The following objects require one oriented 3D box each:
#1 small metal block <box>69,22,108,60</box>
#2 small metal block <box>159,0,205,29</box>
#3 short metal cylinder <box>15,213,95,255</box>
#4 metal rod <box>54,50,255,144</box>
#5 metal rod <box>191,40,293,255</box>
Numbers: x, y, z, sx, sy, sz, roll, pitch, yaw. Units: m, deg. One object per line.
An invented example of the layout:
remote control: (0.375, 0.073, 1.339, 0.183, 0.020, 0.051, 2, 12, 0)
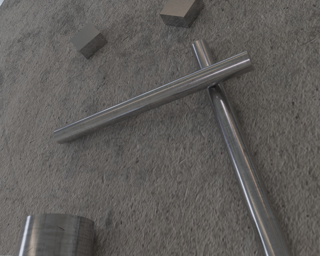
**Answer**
small metal block: (-0.132, -0.161, 0.572, 0.050, 0.025, 0.050, -42, 51, -1)
small metal block: (0.036, -0.192, 0.503, 0.050, 0.025, 0.050, 22, 74, 36)
short metal cylinder: (-0.116, 0.132, 0.349, 0.080, 0.080, 0.050, -14, 56, 20)
metal rod: (-0.025, -0.033, 0.416, 0.300, 0.025, 0.025, -19, 54, 24)
metal rod: (0.082, 0.003, 0.359, 0.025, 0.025, 0.299, -22, 53, 15)
